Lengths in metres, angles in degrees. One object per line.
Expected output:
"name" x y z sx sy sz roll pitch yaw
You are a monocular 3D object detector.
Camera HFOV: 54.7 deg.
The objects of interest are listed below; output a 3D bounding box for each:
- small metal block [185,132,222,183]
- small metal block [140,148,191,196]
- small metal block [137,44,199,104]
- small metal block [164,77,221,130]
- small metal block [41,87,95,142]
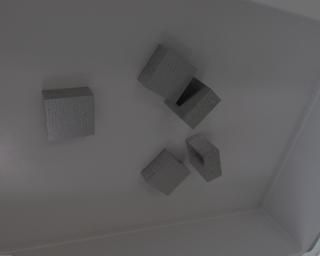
"small metal block" 0.064 0.043 0.454 0.025 0.050 0.050 -25 128 -13
"small metal block" 0.009 0.065 0.454 0.050 0.025 0.050 -46 129 4
"small metal block" 0.009 -0.065 0.374 0.050 0.025 0.050 24 105 -37
"small metal block" 0.040 -0.034 0.393 0.050 0.050 0.025 -47 129 5
"small metal block" -0.101 -0.016 0.343 0.050 0.025 0.050 -9 122 -24
